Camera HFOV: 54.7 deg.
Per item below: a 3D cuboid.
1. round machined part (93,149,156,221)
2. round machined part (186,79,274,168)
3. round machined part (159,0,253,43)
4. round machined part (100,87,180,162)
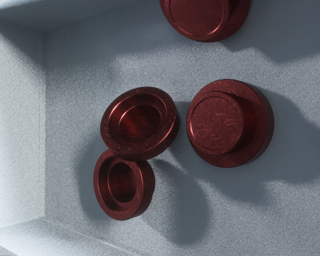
[{"bbox_3d":[-0.045,0.075,0.431,0.098,0.042,0.097,0,90,39],"label":"round machined part"},{"bbox_3d":[0.068,-0.005,0.338,0.098,0.042,0.097,0,90,39],"label":"round machined part"},{"bbox_3d":[0.043,-0.132,0.323,0.098,0.042,0.097,17,141,15],"label":"round machined part"},{"bbox_3d":[-0.022,-0.001,0.392,0.098,0.042,0.098,-9,57,15],"label":"round machined part"}]
